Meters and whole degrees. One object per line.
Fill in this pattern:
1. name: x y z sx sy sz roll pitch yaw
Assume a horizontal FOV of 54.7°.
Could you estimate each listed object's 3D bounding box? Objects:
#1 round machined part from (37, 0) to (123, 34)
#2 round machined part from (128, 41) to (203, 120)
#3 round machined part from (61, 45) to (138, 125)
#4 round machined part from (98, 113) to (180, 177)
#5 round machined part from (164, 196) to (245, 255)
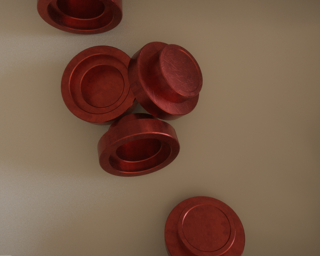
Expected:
1. round machined part: -0.095 -0.156 0.375 0.099 0.098 0.042 -3 79 -1
2. round machined part: 0.013 -0.062 0.376 0.099 0.042 0.098 17 62 -35
3. round machined part: -0.071 -0.051 0.396 0.099 0.042 0.097 -1 82 6
4. round machined part: -0.028 0.018 0.384 0.099 0.098 0.042 -15 55 0
5. round machined part: 0.055 0.128 0.379 0.099 0.042 0.098 0 53 0
